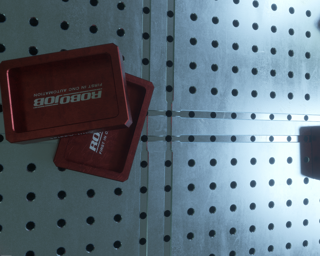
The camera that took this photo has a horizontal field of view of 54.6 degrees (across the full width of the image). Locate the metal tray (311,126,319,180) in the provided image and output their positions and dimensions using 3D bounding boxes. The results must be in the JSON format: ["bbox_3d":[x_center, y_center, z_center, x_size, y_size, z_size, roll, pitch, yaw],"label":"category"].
[{"bbox_3d":[0.320,0.039,0.527,0.131,0.030,0.090,-3,91,-20],"label":"metal tray"}]

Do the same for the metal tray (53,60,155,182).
[{"bbox_3d":[-0.069,-0.007,0.384,0.091,0.030,0.130,18,84,-19],"label":"metal tray"}]

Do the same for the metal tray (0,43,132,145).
[{"bbox_3d":[-0.102,-0.036,0.341,0.131,0.030,0.090,-9,84,0],"label":"metal tray"}]
